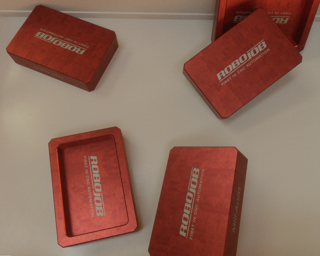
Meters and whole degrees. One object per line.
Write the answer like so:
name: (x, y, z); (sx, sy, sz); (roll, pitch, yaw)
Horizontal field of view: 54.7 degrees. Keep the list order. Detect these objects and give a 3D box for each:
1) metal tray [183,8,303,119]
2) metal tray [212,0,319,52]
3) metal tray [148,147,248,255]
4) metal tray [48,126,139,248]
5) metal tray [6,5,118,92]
metal tray: (0.107, -0.084, 0.413); (0.130, 0.030, 0.090); (-37, 88, 0)
metal tray: (0.143, -0.153, 0.431); (0.131, 0.089, 0.030); (1, 42, 0)
metal tray: (0.044, 0.086, 0.350); (0.090, 0.030, 0.130); (-2, 64, 36)
metal tray: (-0.082, 0.070, 0.380); (0.091, 0.030, 0.129); (-11, 70, -5)
metal tray: (-0.138, -0.117, 0.448); (0.131, 0.030, 0.090); (22, 71, 7)
